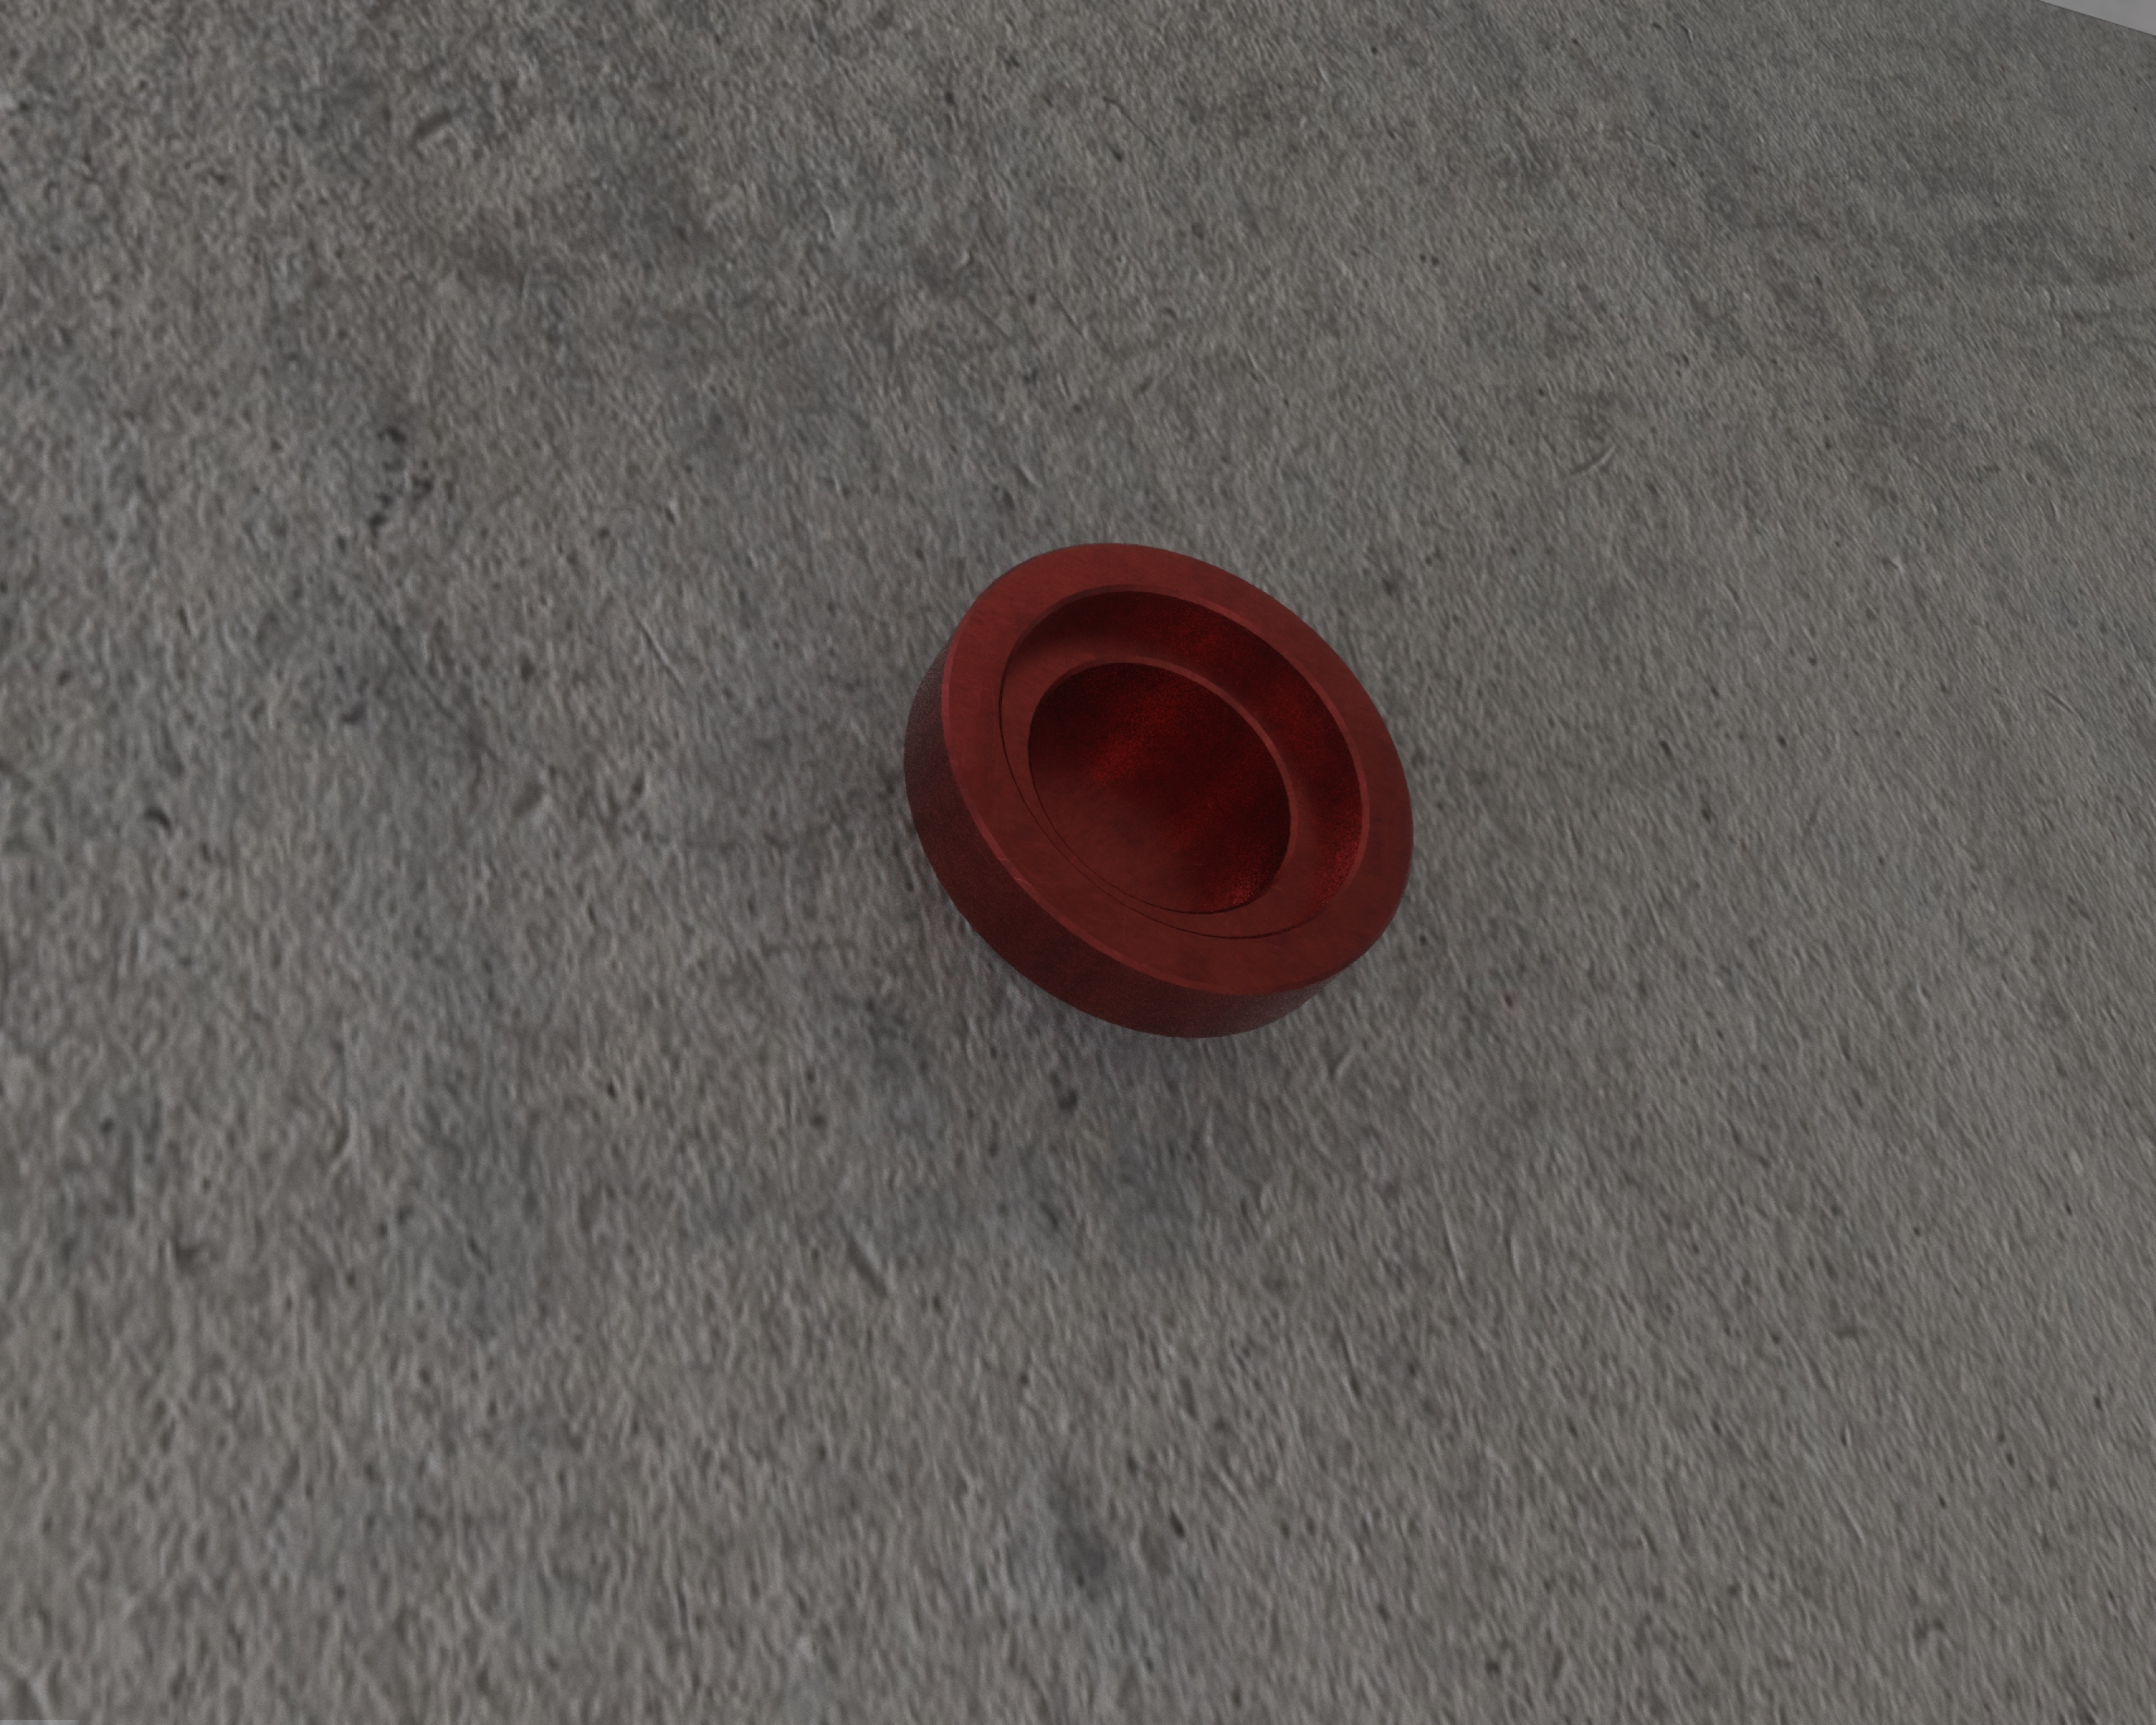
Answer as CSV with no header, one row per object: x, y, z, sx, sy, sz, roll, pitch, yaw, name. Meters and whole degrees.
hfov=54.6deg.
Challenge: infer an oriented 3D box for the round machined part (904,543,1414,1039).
0.012,-0.010,0.405,0.099,0.042,0.098,13,56,-21,round machined part
